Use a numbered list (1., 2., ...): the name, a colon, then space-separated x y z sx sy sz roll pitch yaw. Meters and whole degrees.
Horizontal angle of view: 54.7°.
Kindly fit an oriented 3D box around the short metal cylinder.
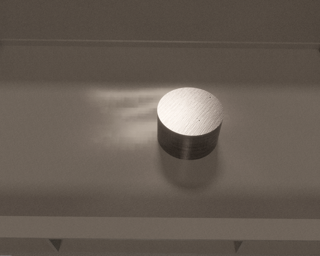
1. short metal cylinder: 0.037 -0.006 0.394 0.081 0.050 0.080 0 50 0
